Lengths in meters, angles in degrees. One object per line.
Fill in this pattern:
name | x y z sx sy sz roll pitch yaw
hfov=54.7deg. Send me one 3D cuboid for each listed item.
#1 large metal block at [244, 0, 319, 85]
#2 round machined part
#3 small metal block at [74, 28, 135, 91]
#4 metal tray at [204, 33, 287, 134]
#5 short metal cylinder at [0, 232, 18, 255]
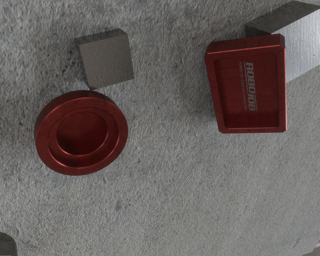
large metal block | 0.165 -0.111 0.412 0.080 0.050 0.080 -28 128 -11
round machined part | -0.089 0.002 0.348 0.099 0.042 0.097 -14 124 -21
small metal block | -0.058 -0.073 0.330 0.050 0.025 0.050 -19 126 -18
metal tray | 0.114 -0.051 0.401 0.090 0.030 0.129 -2 131 21
short metal cylinder | -0.218 0.175 0.380 0.081 0.050 0.079 -14 124 -21
